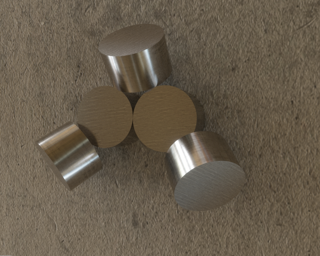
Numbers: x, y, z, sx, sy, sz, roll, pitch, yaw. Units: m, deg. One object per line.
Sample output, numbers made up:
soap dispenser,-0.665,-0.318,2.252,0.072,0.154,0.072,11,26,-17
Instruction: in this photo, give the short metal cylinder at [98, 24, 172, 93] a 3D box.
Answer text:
short metal cylinder,-0.029,-0.088,0.385,0.080,0.080,0.050,2,133,20

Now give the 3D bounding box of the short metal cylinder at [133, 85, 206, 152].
short metal cylinder,0.013,-0.011,0.392,0.080,0.050,0.080,0,90,20

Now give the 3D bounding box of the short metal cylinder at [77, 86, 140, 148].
short metal cylinder,-0.063,-0.014,0.419,0.080,0.050,0.080,0,90,20

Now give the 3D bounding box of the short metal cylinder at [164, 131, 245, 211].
short metal cylinder,0.050,0.050,0.357,0.080,0.080,0.050,-39,36,16

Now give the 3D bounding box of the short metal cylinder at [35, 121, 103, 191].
short metal cylinder,-0.123,0.038,0.418,0.050,0.080,0.080,-36,75,-24
